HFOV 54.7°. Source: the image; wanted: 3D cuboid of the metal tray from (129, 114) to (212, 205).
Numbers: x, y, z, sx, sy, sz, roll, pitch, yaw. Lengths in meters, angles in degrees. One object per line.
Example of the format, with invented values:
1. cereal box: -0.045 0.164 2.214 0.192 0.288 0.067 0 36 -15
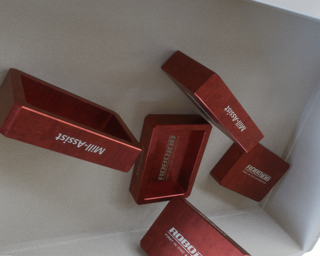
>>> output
1. metal tray: 0.013 0.045 0.440 0.091 0.030 0.129 -1 119 -28

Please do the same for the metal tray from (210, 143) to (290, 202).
1. metal tray: 0.159 0.072 0.537 0.131 0.030 0.090 28 103 -38

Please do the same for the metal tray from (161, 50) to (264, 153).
1. metal tray: 0.066 -0.031 0.382 0.030 0.090 0.130 -46 129 4

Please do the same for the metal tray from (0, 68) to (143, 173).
1. metal tray: -0.089 -0.007 0.313 0.131 0.090 0.030 24 105 -37

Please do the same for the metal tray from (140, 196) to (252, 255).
1. metal tray: 0.044 0.166 0.418 0.090 0.130 0.030 -54 142 -1
